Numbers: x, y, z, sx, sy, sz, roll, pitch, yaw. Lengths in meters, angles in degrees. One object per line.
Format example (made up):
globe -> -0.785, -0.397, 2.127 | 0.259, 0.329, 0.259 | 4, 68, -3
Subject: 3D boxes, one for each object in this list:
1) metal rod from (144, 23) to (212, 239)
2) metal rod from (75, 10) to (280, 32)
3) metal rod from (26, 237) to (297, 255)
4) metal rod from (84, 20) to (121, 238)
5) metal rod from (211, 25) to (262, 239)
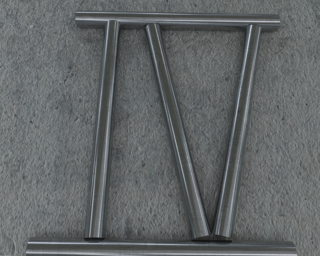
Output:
metal rod -> 0.018, -0.010, 0.412 | 0.025, 0.025, 0.299 | -11, 70, -4
metal rod -> 0.026, -0.162, 0.469 | 0.302, 0.025, 0.025 | 1, 70, 0
metal rod -> 0.002, 0.141, 0.357 | 0.302, 0.025, 0.025 | 1, 70, 0
metal rod -> -0.073, -0.013, 0.412 | 0.025, 0.025, 0.299 | 1, 70, 0
metal rod -> 0.106, -0.010, 0.413 | 0.025, 0.025, 0.299 | 13, 70, 4
